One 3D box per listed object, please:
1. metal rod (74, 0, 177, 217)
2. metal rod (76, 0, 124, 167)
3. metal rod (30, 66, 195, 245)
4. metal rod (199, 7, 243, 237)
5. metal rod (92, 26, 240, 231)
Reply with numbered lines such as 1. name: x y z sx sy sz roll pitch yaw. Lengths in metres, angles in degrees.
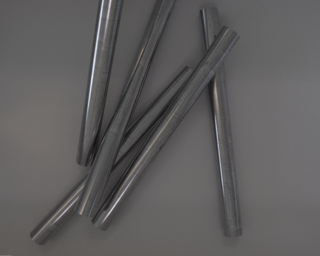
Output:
1. metal rod: -0.041 -0.036 0.394 0.025 0.025 0.299 20 83 0
2. metal rod: -0.063 -0.083 0.344 0.025 0.025 0.298 16 117 0
3. metal rod: -0.059 0.036 0.410 0.025 0.025 0.300 43 90 0
4. metal rod: 0.081 -0.007 0.411 0.025 0.025 0.298 -6 90 0
5. metal rod: 0.004 0.005 0.396 0.025 0.025 0.299 34 96 0
